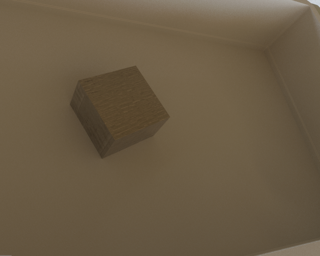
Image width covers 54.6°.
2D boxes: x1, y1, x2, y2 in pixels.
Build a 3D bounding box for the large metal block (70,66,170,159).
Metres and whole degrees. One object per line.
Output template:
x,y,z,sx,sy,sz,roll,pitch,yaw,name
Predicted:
-0.049,-0.021,0.376,0.081,0.050,0.080,-24,75,-36,large metal block
